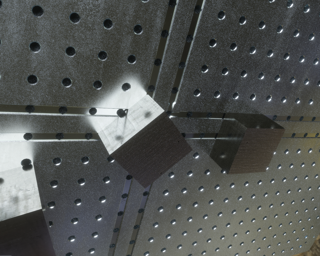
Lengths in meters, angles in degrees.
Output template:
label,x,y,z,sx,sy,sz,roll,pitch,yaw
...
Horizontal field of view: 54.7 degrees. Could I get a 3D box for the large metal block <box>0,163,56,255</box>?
label,x,y,z,sx,sy,sz,roll,pitch,yaw
large metal block,-0.158,0.101,0.353,0.050,0.080,0.079,-14,125,-21

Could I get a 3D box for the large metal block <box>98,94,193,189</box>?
label,x,y,z,sx,sy,sz,roll,pitch,yaw
large metal block,-0.018,0.018,0.398,0.080,0.050,0.080,-39,130,-2

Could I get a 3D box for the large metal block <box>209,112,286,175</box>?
label,x,y,z,sx,sy,sz,roll,pitch,yaw
large metal block,0.136,0.024,0.487,0.081,0.050,0.079,1,118,-30
